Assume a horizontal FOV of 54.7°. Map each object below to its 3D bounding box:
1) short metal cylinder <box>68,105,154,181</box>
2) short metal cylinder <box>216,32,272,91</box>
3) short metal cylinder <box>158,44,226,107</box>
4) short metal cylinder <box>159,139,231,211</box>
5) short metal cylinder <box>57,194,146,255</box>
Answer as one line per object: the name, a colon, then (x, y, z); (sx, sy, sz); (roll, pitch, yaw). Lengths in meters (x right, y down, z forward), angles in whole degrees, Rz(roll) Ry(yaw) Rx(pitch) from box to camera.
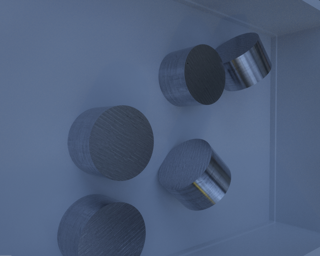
short metal cylinder: (-0.054, 0.016, 0.345); (0.081, 0.050, 0.080); (0, 90, -40)
short metal cylinder: (0.121, -0.101, 0.472); (0.080, 0.080, 0.050); (-51, 120, -28)
short metal cylinder: (0.045, -0.070, 0.428); (0.081, 0.050, 0.080); (0, 90, -40)
short metal cylinder: (0.046, 0.061, 0.409); (0.050, 0.080, 0.080); (48, 62, -30)
short metal cylinder: (-0.063, 0.116, 0.338); (0.081, 0.050, 0.080); (0, 90, -40)
